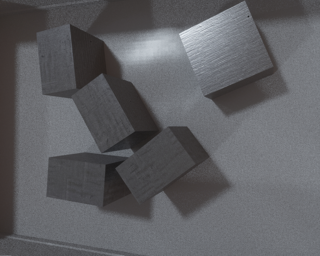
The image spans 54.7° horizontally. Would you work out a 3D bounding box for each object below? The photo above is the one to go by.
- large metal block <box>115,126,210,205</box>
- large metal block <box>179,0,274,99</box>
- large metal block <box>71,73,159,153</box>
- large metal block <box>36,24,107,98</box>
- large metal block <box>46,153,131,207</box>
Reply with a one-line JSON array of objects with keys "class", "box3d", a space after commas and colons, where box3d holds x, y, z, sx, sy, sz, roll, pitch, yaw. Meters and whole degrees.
[{"class": "large metal block", "box3d": [0.007, 0.042, 0.378, 0.080, 0.080, 0.050, -39, 78, 15]}, {"class": "large metal block", "box3d": [0.080, -0.088, 0.369, 0.080, 0.050, 0.080, -23, 83, 18]}, {"class": "large metal block", "box3d": [-0.054, -0.018, 0.399, 0.050, 0.080, 0.080, -33, 80, 17]}, {"class": "large metal block", "box3d": [-0.115, -0.085, 0.421, 0.050, 0.080, 0.080, -7, 88, 19]}, {"class": "large metal block", "box3d": [-0.089, 0.064, 0.411, 0.080, 0.080, 0.050, 5, 92, 19]}]
